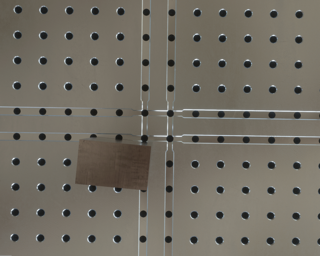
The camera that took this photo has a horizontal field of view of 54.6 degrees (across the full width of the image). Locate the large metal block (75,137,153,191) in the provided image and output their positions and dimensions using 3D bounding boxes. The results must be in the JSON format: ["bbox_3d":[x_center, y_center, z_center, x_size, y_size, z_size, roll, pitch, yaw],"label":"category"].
[{"bbox_3d":[-0.052,0.041,0.386,0.080,0.080,0.050,5,90,0],"label":"large metal block"}]
